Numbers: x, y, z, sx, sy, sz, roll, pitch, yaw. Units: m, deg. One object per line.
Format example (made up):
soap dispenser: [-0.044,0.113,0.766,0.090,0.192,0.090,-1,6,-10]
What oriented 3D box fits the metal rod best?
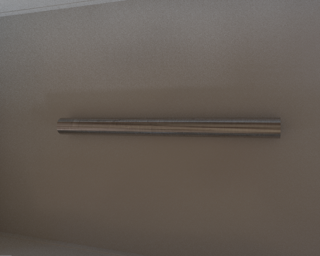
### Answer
metal rod: [-0.003,-0.001,0.408,0.301,0.025,0.025,1,90,19]
